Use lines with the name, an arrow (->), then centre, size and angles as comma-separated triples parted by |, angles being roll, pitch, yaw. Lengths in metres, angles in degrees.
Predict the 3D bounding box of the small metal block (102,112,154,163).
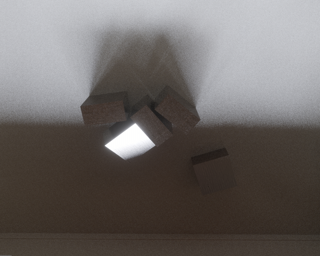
small metal block -> -0.038, 0.013, 0.406 | 0.050, 0.025, 0.050 | -36, 132, 12

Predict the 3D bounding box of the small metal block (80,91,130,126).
small metal block -> -0.067, -0.025, 0.388 | 0.050, 0.050, 0.025 | -8, 110, 2

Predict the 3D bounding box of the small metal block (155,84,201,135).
small metal block -> 0.021, -0.024, 0.389 | 0.050, 0.050, 0.025 | 38, 106, -13

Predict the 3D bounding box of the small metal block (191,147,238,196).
small metal block -> 0.076, 0.061, 0.435 | 0.050, 0.025, 0.050 | -17, 110, 5

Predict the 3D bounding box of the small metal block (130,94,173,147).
small metal block -> -0.010, -0.011, 0.394 | 0.025, 0.050, 0.050 | -38, 106, 12
